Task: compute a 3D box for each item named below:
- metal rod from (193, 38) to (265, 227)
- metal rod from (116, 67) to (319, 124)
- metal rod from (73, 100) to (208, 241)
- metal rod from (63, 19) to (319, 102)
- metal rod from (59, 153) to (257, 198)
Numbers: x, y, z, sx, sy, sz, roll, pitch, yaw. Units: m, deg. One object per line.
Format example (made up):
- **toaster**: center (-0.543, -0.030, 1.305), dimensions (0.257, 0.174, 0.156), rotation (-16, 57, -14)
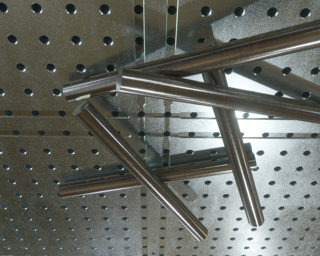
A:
- **metal rod**: center (0.100, 0.027, 0.410), dimensions (0.025, 0.025, 0.299), rotation (-16, 121, 13)
- **metal rod**: center (0.101, -0.030, 0.352), dimensions (0.302, 0.025, 0.025), rotation (7, 131, -21)
- **metal rod**: center (-0.012, 0.077, 0.443), dimensions (0.025, 0.025, 0.300), rotation (-27, 122, 20)
- **metal rod**: center (0.031, -0.067, 0.324), dimensions (0.301, 0.025, 0.025), rotation (-10, 130, 19)
- **metal rod**: center (-0.008, 0.074, 0.474), dimensions (0.301, 0.025, 0.025), rotation (-10, 130, 7)
